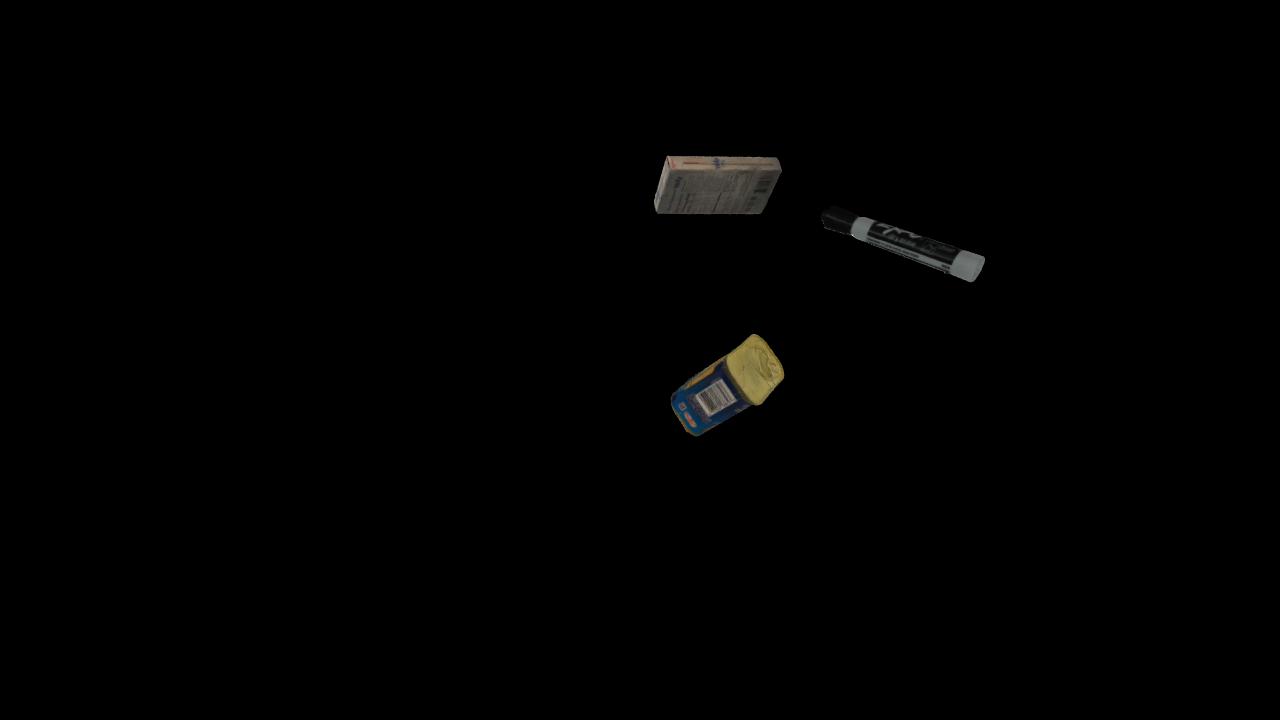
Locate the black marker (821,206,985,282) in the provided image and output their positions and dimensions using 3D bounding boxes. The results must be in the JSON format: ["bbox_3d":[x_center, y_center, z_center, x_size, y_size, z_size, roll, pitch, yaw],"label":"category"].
[{"bbox_3d":[0.188,-0.088,0.452,0.121,0.020,0.020,32,19,33],"label":"black marker"}]

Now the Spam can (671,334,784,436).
[{"bbox_3d":[0.090,0.027,0.640,0.085,0.058,0.101,-36,-2,36],"label":"Spam can"}]

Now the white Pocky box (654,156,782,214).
[{"bbox_3d":[0.101,-0.229,0.814,0.154,0.028,0.084,-3,-28,-13],"label":"white Pocky box"}]
